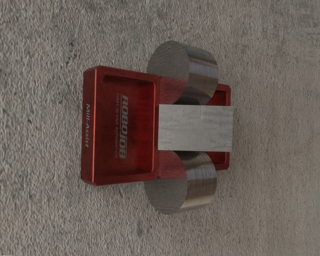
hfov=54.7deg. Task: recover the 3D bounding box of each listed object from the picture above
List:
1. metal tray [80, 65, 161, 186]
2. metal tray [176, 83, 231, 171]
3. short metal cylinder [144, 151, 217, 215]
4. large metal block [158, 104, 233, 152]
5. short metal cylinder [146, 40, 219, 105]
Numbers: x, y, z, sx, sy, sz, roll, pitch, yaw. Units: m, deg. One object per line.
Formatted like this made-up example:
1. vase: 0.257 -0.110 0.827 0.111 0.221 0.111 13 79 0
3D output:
1. metal tray: -0.044 -0.002 0.366 0.091 0.030 0.129 2 89 -40
2. metal tray: 0.064 -0.002 0.457 0.091 0.030 0.129 2 89 -40
3. short metal cylinder: 0.024 0.065 0.391 0.050 0.080 0.080 3 89 -40
4. large metal block: 0.039 0.000 0.376 0.081 0.080 0.050 2 90 0
5. short metal cylinder: 0.027 -0.065 0.392 0.050 0.080 0.080 3 89 -40
